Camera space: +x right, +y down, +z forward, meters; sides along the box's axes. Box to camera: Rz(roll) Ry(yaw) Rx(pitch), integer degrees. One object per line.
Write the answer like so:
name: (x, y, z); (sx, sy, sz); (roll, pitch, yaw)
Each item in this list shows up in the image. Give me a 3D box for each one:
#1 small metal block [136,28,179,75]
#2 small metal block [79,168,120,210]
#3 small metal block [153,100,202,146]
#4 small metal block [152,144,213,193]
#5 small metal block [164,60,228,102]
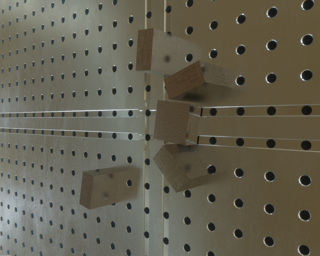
small metal block: (-0.003, -0.095, 0.394); (0.025, 0.050, 0.050); (7, 94, 39)
small metal block: (-0.090, 0.090, 0.465); (0.025, 0.050, 0.050); (13, 99, 39)
small metal block: (0.021, -0.007, 0.390); (0.050, 0.025, 0.050); (11, 97, 39)
small metal block: (0.027, 0.045, 0.369); (0.050, 0.050, 0.025); (53, 121, 26)
small metal block: (0.042, -0.052, 0.357); (0.050, 0.050, 0.025); (-23, 76, 37)
